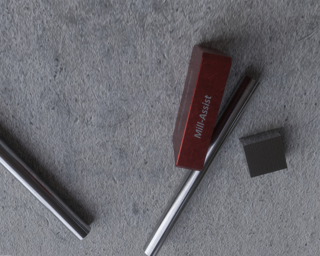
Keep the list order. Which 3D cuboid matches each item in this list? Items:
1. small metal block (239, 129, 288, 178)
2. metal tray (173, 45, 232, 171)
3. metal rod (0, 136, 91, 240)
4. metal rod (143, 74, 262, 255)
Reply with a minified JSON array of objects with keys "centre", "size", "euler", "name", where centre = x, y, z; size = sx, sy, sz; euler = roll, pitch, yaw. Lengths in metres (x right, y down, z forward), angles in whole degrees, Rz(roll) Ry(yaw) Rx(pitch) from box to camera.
[{"centre":[0.141,0.035,0.424],"size":[0.050,0.025,0.050],"euler":[-16,110,6],"name":"small metal block"},{"centre":[0.044,-0.027,0.365],"size":[0.030,0.090,0.129],"euler":[11,110,-4],"name":"metal tray"},{"centre":[-0.203,0.046,0.424],"size":[0.025,0.025,0.300],"euler":[-35,107,12],"name":"metal rod"},{"centre":[0.051,0.064,0.433],"size":[0.025,0.025,0.298],"euler":[25,108,-9],"name":"metal rod"}]
